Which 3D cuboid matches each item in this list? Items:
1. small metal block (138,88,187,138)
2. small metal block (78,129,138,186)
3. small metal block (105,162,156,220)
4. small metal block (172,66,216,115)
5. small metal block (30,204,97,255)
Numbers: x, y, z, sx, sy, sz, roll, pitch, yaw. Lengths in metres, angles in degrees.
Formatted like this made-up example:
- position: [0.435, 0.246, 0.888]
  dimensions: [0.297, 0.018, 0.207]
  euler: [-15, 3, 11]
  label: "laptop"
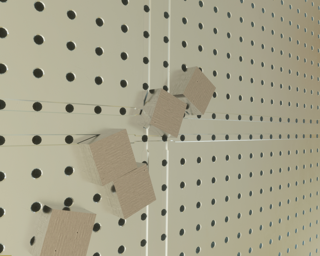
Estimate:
- position: [0.004, -0.019, 0.415]
  dimensions: [0.050, 0.025, 0.050]
  euler: [28, 73, -37]
  label: "small metal block"
- position: [-0.060, 0.033, 0.361]
  dimensions: [0.050, 0.025, 0.050]
  euler: [-25, 106, -37]
  label: "small metal block"
- position: [-0.037, 0.075, 0.380]
  dimensions: [0.050, 0.025, 0.050]
  euler: [-24, 105, -38]
  label: "small metal block"
- position: [0.050, -0.053, 0.453]
  dimensions: [0.050, 0.025, 0.050]
  euler: [41, 65, -33]
  label: "small metal block"
- position: [-0.101, 0.111, 0.326]
  dimensions: [0.050, 0.025, 0.050]
  euler: [21, 77, -38]
  label: "small metal block"
